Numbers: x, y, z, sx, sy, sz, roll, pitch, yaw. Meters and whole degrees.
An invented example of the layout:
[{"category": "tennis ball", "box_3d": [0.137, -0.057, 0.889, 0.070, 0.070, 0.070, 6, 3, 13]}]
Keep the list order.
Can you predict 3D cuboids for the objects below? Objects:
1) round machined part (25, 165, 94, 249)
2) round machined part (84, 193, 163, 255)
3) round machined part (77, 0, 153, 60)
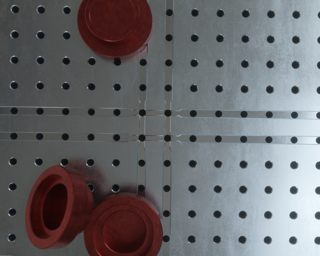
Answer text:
[{"category": "round machined part", "box_3d": [-0.121, 0.099, 0.386, 0.098, 0.042, 0.098, -16, 64, 35]}, {"category": "round machined part", "box_3d": [-0.046, 0.133, 0.404, 0.099, 0.042, 0.097, 0, 90, -1]}, {"category": "round machined part", "box_3d": [-0.059, -0.141, 0.404, 0.099, 0.042, 0.097, 0, 90, -1]}]
